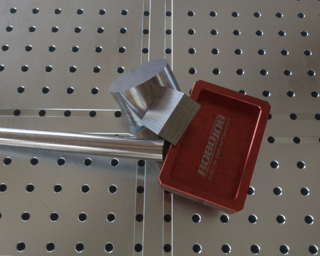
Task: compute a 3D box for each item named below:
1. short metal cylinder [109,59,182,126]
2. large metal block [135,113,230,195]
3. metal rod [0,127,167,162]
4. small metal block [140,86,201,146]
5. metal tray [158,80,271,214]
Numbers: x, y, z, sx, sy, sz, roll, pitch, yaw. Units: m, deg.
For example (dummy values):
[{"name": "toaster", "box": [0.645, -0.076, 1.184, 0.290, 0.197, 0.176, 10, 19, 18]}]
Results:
[{"name": "short metal cylinder", "box": [-0.017, -0.046, 0.393, 0.080, 0.080, 0.050, -33, 116, -12]}, {"name": "large metal block", "box": [0.026, 0.024, 0.388, 0.080, 0.050, 0.080, -34, 74, -12]}, {"name": "metal rod", "box": [-0.141, 0.015, 0.373, 0.301, 0.025, 0.025, 4, 70, 13]}, {"name": "small metal block", "box": [0.010, -0.015, 0.340, 0.025, 0.050, 0.050, 33, 90, -30]}, {"name": "metal tray", "box": [0.062, 0.019, 0.347, 0.090, 0.030, 0.130, 19, 71, 7]}]
